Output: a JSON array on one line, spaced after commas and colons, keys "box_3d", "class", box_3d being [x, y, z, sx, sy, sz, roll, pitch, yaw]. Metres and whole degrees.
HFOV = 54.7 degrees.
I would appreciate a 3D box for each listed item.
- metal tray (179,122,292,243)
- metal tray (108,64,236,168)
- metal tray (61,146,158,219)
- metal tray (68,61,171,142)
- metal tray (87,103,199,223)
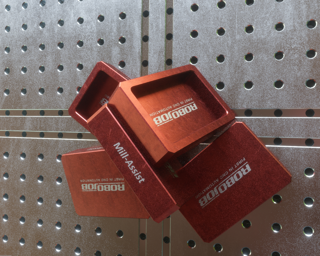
[{"box_3d": [0.079, 0.065, 0.380, 0.130, 0.030, 0.090, -43, 77, 14], "class": "metal tray"}, {"box_3d": [0.019, -0.021, 0.350, 0.090, 0.131, 0.030, 53, 134, 12], "class": "metal tray"}, {"box_3d": [-0.066, 0.069, 0.407, 0.130, 0.030, 0.089, -9, 98, 34], "class": "metal tray"}, {"box_3d": [-0.054, -0.020, 0.427, 0.130, 0.030, 0.090, 38, 102, 15], "class": "metal tray"}, {"box_3d": [-0.015, 0.034, 0.350, 0.030, 0.090, 0.130, -40, 78, 15], "class": "metal tray"}]
